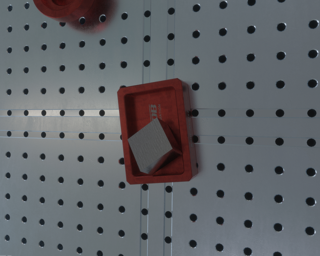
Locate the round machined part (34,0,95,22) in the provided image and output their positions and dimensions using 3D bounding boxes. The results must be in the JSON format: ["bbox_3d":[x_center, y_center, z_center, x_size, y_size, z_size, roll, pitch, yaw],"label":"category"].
[{"bbox_3d":[-0.133,-0.202,0.450,0.098,0.042,0.097,0,90,20],"label":"round machined part"}]

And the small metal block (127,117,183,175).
[{"bbox_3d":[-0.007,0.023,0.392,0.050,0.025,0.050,-37,56,16],"label":"small metal block"}]

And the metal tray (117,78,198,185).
[{"bbox_3d":[-0.004,0.006,0.411,0.090,0.030,0.129,-7,88,19],"label":"metal tray"}]
